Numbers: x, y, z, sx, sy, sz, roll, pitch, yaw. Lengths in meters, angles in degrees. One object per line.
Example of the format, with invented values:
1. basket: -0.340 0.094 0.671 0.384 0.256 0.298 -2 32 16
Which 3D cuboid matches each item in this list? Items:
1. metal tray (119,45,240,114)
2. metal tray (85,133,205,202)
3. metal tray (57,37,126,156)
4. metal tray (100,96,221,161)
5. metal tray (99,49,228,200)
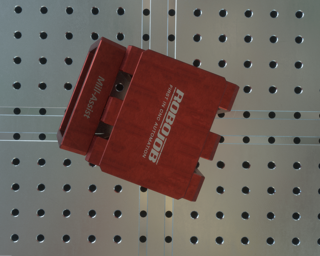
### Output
1. metal tray: 0.022 -0.055 0.380 0.131 0.090 0.030 21 91 0
2. metal tray: -0.016 0.044 0.380 0.131 0.090 0.030 21 91 0
3. metal tray: -0.087 -0.039 0.378 0.030 0.090 0.129 21 90 -22
4. metal tray: 0.000 0.001 0.380 0.131 0.090 0.030 20 89 -1
5. metal tray: 0.003 -0.004 0.320 0.090 0.030 0.129 21 90 0
